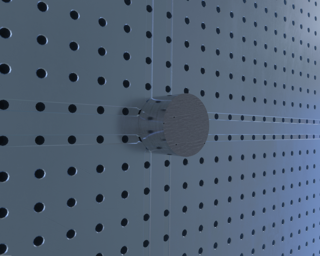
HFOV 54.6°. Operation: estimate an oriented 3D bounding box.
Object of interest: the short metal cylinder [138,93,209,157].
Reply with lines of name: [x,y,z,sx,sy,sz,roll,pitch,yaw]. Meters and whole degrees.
short metal cylinder: [0.019,-0.004,0.407,0.081,0.050,0.080,0,90,-40]
